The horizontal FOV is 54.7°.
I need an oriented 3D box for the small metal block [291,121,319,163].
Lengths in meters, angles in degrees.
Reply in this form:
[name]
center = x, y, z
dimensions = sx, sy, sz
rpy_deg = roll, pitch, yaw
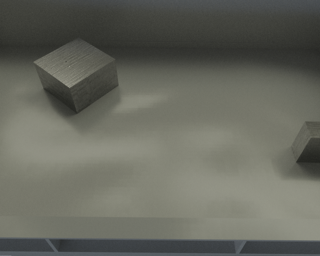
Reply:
[small metal block]
center = 0.196, 0.018, 0.376
dimensions = 0.050, 0.050, 0.025
rpy_deg = 1, 50, 1

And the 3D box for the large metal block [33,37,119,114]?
[large metal block]
center = -0.120, -0.079, 0.454
dimensions = 0.080, 0.050, 0.080
rpy_deg = 34, 58, 25
